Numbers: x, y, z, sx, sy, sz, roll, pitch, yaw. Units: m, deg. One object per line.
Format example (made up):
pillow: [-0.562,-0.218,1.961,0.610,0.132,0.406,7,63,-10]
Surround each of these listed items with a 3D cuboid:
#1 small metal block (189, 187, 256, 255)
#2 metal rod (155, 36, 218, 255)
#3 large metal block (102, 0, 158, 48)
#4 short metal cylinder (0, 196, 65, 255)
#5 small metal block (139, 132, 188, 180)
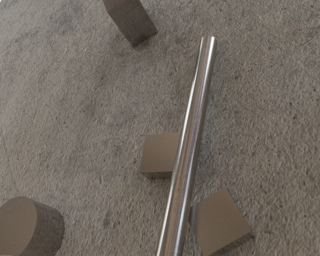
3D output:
small metal block: [0.060,0.096,0.313,0.050,0.025,0.050,-32,52,7]
metal rod: [0.038,0.002,0.362,0.025,0.025,0.300,-3,54,26]
large metal block: [-0.053,-0.196,0.515,0.050,0.080,0.080,-30,52,9]
short metal cylinder: [-0.171,0.133,0.394,0.080,0.050,0.080,-13,56,20]
small metal block: [0.007,0.034,0.378,0.050,0.025,0.050,-6,59,25]
